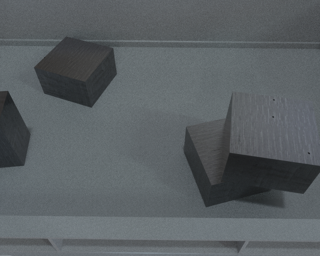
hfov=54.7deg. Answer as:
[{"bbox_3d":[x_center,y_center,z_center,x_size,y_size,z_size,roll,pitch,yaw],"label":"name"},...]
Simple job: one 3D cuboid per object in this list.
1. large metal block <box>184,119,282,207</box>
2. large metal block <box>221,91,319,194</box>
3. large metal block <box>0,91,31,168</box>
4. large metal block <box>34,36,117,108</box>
[{"bbox_3d":[0.080,0.035,0.359,0.081,0.050,0.080,-12,51,-10],"label":"large metal block"},{"bbox_3d":[0.108,0.013,0.314,0.080,0.050,0.080,8,51,6],"label":"large metal block"},{"bbox_3d":[-0.210,0.005,0.363,0.081,0.080,0.050,-5,50,-4],"label":"large metal block"},{"bbox_3d":[-0.121,-0.084,0.459,0.080,0.050,0.080,17,52,13],"label":"large metal block"}]
